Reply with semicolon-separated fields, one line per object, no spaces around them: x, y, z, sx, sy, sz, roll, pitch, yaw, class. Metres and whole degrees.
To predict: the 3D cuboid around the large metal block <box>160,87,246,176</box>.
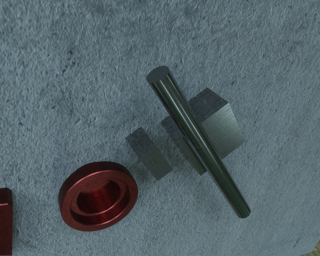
0.061;0.006;0.427;0.080;0.050;0.080;-37;129;-4;large metal block

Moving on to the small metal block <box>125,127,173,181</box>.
-0.014;0.033;0.404;0.025;0.050;0.050;-37;129;-4;small metal block

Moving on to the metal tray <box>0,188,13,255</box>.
-0.238;0.117;0.346;0.131;0.030;0.089;-1;119;-28;metal tray

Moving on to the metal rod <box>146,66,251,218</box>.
0.066;0.040;0.402;0.025;0.025;0.300;-38;130;-3;metal rod

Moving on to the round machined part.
-0.082;0.083;0.403;0.099;0.042;0.097;-14;124;-21;round machined part
